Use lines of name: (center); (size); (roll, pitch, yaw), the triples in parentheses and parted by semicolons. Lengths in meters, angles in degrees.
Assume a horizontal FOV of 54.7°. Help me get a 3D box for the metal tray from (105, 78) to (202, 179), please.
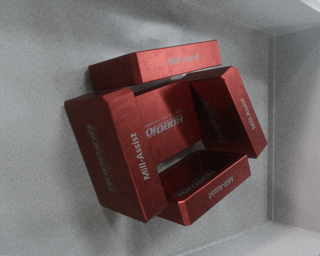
metal tray: (-0.008, -0.004, 0.395); (0.131, 0.030, 0.089); (-25, 106, -37)

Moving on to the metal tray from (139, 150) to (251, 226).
metal tray: (0.044, 0.070, 0.401); (0.131, 0.090, 0.030); (-26, 107, -37)

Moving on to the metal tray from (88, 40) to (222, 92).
metal tray: (-0.004, -0.073, 0.360); (0.131, 0.090, 0.030); (-20, 103, -38)

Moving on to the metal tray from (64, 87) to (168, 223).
metal tray: (-0.048, 0.027, 0.323); (0.030, 0.090, 0.129); (-27, 107, -37)

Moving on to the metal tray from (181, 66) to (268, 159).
metal tray: (0.086, -0.019, 0.437); (0.030, 0.090, 0.130); (-44, 117, -31)
